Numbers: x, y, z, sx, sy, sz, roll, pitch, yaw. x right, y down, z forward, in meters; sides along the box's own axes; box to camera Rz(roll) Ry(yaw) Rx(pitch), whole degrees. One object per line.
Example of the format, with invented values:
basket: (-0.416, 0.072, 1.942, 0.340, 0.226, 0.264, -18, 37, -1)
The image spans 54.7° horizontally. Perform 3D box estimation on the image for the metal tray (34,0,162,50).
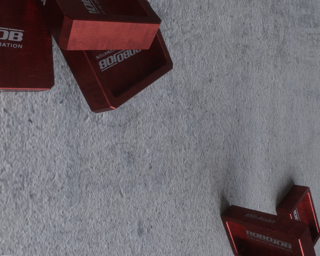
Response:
metal tray: (-0.068, -0.126, 0.288, 0.091, 0.030, 0.130, -12, 57, -37)

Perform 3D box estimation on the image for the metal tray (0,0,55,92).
metal tray: (-0.162, -0.077, 0.265, 0.131, 0.030, 0.089, -5, 93, -40)

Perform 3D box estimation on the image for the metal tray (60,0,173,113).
metal tray: (-0.042, -0.084, 0.345, 0.131, 0.030, 0.090, -44, 117, -46)

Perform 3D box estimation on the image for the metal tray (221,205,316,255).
metal tray: (0.164, 0.174, 0.474, 0.030, 0.130, 0.090, -33, 111, -35)

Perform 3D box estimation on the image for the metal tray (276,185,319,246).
metal tray: (0.291, 0.196, 0.644, 0.091, 0.030, 0.129, -34, 111, -35)
